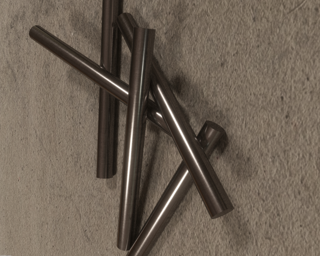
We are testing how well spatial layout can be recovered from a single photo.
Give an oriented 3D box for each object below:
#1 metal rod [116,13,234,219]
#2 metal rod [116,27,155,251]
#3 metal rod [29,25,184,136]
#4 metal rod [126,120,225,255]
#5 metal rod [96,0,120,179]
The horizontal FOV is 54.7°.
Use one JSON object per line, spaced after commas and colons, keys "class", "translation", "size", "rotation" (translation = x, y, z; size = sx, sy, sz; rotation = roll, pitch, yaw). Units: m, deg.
{"class": "metal rod", "translation": [0.006, -0.035, 0.375], "size": [0.025, 0.025, 0.299], "rotation": [-44, 57, 31]}
{"class": "metal rod", "translation": [-0.034, 0.027, 0.397], "size": [0.025, 0.025, 0.298], "rotation": [21, 113, 37]}
{"class": "metal rod", "translation": [-0.087, -0.075, 0.441], "size": [0.300, 0.025, 0.025], "rotation": [35, 112, 23]}
{"class": "metal rod", "translation": [-0.003, 0.121, 0.405], "size": [0.025, 0.025, 0.298], "rotation": [42, 115, 31]}
{"class": "metal rod", "translation": [-0.078, -0.074, 0.466], "size": [0.025, 0.025, 0.298], "rotation": [4, 93, 39]}
